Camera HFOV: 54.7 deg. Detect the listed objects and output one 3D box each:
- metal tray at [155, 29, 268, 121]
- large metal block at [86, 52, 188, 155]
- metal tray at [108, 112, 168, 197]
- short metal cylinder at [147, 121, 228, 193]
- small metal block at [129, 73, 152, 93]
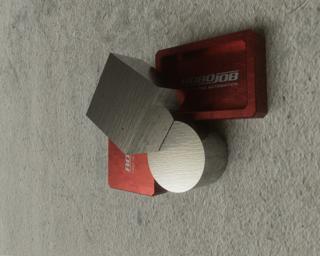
[{"bbox_3d":[0.054,-0.054,0.359,0.130,0.030,0.089,-2,89,40],"label":"metal tray"},{"bbox_3d":[-0.028,-0.027,0.346,0.080,0.050,0.079,40,114,32],"label":"large metal block"},{"bbox_3d":[-0.031,0.022,0.430,0.090,0.030,0.129,1,91,40],"label":"metal tray"},{"bbox_3d":[0.032,0.032,0.363,0.080,0.050,0.080,0,90,40],"label":"short metal cylinder"},{"bbox_3d":[-0.023,-0.055,0.409,0.050,0.050,0.025,1,91,40],"label":"small metal block"}]
